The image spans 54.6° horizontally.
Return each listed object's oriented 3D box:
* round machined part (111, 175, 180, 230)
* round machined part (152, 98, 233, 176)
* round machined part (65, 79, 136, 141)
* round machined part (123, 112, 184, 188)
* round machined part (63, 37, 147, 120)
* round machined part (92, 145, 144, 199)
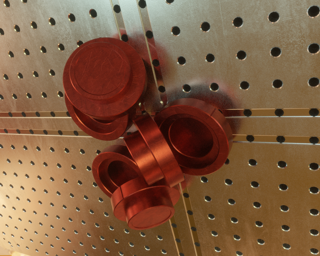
[{"bbox_3d":[-0.017,0.110,0.441,0.099,0.042,0.098,-13,142,-11],"label":"round machined part"},{"bbox_3d":[0.041,0.007,0.383,0.098,0.042,0.097,13,124,21],"label":"round machined part"},{"bbox_3d":[-0.075,-0.035,0.418,0.098,0.042,0.097,13,124,21],"label":"round machined part"},{"bbox_3d":[-0.012,0.032,0.388,0.042,0.098,0.098,-29,107,-6],"label":"round machined part"},{"bbox_3d":[-0.065,-0.061,0.362,0.098,0.042,0.098,0,82,2],"label":"round machined part"},{"bbox_3d":[-0.050,0.066,0.467,0.098,0.042,0.097,13,124,21],"label":"round machined part"}]
